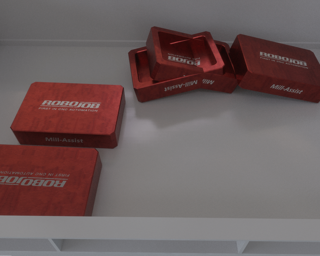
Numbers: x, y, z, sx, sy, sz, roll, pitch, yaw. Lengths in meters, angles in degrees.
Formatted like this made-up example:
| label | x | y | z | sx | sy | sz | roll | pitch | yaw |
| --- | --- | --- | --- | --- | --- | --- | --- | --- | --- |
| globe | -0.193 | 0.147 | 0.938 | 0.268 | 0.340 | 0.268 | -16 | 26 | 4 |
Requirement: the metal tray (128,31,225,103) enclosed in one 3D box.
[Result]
| label | x | y | z | sx | sy | sz | roll | pitch | yaw |
| --- | --- | --- | --- | --- | --- | --- | --- | --- | --- |
| metal tray | 0.023 | -0.093 | 0.464 | 0.131 | 0.030 | 0.090 | -14 | 51 | 2 |

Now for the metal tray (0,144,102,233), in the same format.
| label | x | y | z | sx | sy | sz | roll | pitch | yaw |
| --- | --- | --- | --- | --- | --- | --- | --- | --- | --- |
| metal tray | -0.139 | 0.065 | 0.346 | 0.131 | 0.030 | 0.090 | 2 | 50 | 2 |

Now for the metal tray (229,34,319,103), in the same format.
| label | x | y | z | sx | sy | sz | roll | pitch | yaw |
| --- | --- | --- | --- | --- | --- | --- | --- | --- | --- |
| metal tray | 0.174 | -0.088 | 0.456 | 0.131 | 0.030 | 0.090 | 9 | 49 | -12 |

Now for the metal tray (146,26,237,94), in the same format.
| label | x | y | z | sx | sy | sz | roll | pitch | yaw |
| --- | --- | --- | --- | --- | --- | --- | --- | --- | --- |
| metal tray | 0.049 | -0.101 | 0.461 | 0.131 | 0.030 | 0.090 | 7 | 48 | -18 |

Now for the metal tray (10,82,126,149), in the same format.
| label | x | y | z | sx | sy | sz | roll | pitch | yaw |
| --- | --- | --- | --- | --- | --- | --- | --- | --- | --- |
| metal tray | -0.118 | -0.019 | 0.417 | 0.131 | 0.030 | 0.090 | 3 | 50 | 2 |
